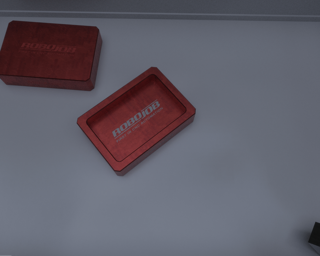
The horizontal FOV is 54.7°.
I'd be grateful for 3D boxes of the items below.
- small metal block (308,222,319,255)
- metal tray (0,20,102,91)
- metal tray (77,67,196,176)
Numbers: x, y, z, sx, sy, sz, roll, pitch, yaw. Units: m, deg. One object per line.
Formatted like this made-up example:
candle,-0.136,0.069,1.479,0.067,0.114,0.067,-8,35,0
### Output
small metal block,0.200,0.132,0.340,0.050,0.050,0.025,8,62,50
metal tray,-0.156,-0.104,0.443,0.131,0.030,0.090,5,70,1
metal tray,-0.030,-0.011,0.410,0.131,0.030,0.090,-37,75,-13
